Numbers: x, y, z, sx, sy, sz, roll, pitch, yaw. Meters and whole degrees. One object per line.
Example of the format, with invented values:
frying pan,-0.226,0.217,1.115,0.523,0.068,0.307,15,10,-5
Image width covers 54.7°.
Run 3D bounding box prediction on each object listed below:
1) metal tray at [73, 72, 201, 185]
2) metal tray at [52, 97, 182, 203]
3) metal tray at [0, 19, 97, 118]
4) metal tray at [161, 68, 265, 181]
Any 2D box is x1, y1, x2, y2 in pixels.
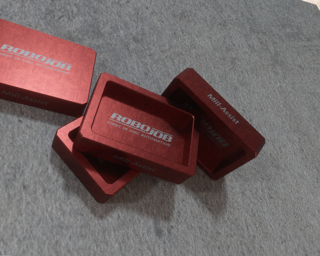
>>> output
metal tray,-0.020,0.001,0.351,0.131,0.030,0.090,22,54,-16
metal tray,-0.046,0.014,0.368,0.090,0.030,0.131,49,51,6
metal tray,-0.148,-0.071,0.365,0.131,0.030,0.090,15,56,-20
metal tray,0.054,-0.001,0.393,0.130,0.090,0.030,45,51,2
